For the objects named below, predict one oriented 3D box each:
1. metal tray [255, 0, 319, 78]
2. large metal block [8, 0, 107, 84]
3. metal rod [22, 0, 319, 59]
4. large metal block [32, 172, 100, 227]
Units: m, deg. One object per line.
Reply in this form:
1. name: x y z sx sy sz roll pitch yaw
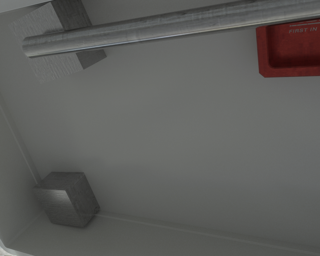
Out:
1. metal tray: 0.151 -0.092 0.262 0.130 0.030 0.089 3 120 30
2. large metal block: -0.128 -0.109 0.390 0.080 0.050 0.080 -10 114 32
3. metal rod: -0.010 -0.096 0.300 0.301 0.025 0.025 -1 118 22
4. large metal block: -0.167 0.126 0.556 0.080 0.050 0.080 -4 117 29
